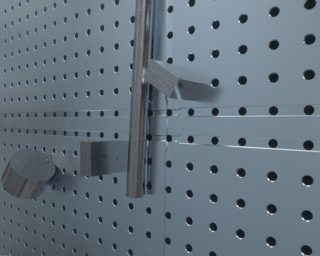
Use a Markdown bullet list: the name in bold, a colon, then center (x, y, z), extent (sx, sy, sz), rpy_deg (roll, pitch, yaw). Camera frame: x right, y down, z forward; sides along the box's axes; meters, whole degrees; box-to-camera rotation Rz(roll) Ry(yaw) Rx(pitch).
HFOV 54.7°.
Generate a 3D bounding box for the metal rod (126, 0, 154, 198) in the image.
- **metal rod**: center (-0.027, -0.053, 0.431), extent (0.025, 0.025, 0.298), rpy_deg (5, 93, 40)

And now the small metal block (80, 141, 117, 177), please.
- **small metal block**: center (-0.092, 0.045, 0.470), extent (0.025, 0.050, 0.050), rpy_deg (-1, 90, 40)

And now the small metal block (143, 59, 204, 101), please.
- **small metal block**: center (0.016, -0.058, 0.380), extent (0.050, 0.050, 0.025), rpy_deg (42, 115, 32)

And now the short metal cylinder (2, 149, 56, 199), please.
- **short metal cylinder**: center (-0.243, 0.084, 0.575), extent (0.080, 0.081, 0.050), rpy_deg (50, 119, 28)
